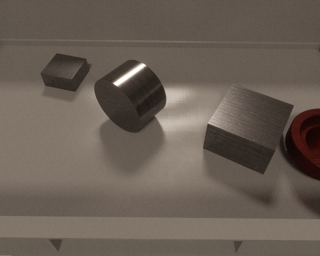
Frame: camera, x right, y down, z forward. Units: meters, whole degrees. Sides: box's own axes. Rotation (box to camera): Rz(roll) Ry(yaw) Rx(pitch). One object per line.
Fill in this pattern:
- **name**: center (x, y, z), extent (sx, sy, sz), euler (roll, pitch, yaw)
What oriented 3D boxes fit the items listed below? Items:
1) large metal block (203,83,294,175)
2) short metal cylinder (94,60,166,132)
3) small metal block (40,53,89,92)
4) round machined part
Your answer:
- **large metal block**: center (0.111, -0.001, 0.391), extent (0.080, 0.050, 0.080), euler (24, 54, 18)
- **short metal cylinder**: center (-0.039, -0.041, 0.404), extent (0.080, 0.080, 0.050), euler (33, 57, 24)
- **small metal block**: center (-0.145, -0.086, 0.475), extent (0.050, 0.025, 0.050), euler (12, 51, 10)
- **round machined part**: center (0.202, 0.026, 0.375), extent (0.099, 0.042, 0.098), euler (0, 50, 0)
